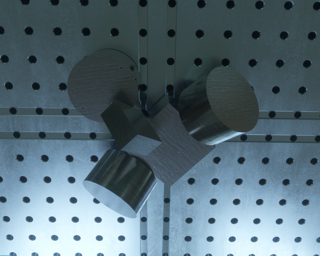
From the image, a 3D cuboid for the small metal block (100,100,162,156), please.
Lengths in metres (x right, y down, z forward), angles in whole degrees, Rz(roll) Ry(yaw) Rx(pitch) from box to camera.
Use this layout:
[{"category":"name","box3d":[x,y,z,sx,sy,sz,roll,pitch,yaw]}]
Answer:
[{"category":"small metal block","box3d":[-0.031,0.001,0.343,0.025,0.050,0.050,-42,61,16]}]

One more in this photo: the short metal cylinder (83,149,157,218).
[{"category":"short metal cylinder","box3d":[-0.051,0.072,0.400,0.080,0.050,0.080,25,150,16]}]

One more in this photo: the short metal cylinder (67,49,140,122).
[{"category":"short metal cylinder","box3d":[-0.065,-0.052,0.377,0.081,0.050,0.079,0,110,0]}]

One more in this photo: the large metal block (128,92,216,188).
[{"category":"large metal block","box3d":[0.011,0.015,0.399,0.080,0.050,0.080,43,104,-14]}]

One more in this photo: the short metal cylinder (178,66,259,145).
[{"category":"short metal cylinder","box3d":[0.069,-0.025,0.364,0.080,0.080,0.050,41,143,-14]}]
